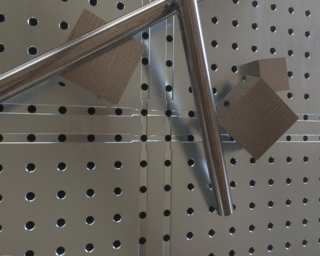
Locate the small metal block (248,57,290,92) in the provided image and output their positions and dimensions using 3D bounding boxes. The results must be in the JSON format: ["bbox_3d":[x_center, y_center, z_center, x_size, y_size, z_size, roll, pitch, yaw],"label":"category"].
[{"bbox_3d":[0.166,-0.079,0.473,0.050,0.025,0.050,-10,94,-20],"label":"small metal block"}]

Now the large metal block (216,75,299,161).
[{"bbox_3d":[0.128,-0.016,0.434,0.080,0.050,0.080,42,95,-16],"label":"large metal block"}]

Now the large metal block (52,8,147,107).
[{"bbox_3d":[-0.075,-0.079,0.371,0.080,0.050,0.080,28,81,-18],"label":"large metal block"}]

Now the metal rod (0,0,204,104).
[{"bbox_3d":[-0.065,-0.095,0.335,0.302,0.025,0.025,-33,101,-18],"label":"metal rod"}]

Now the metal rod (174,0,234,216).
[{"bbox_3d":[0.060,-0.015,0.394,0.025,0.025,0.298,-22,113,-19],"label":"metal rod"}]
